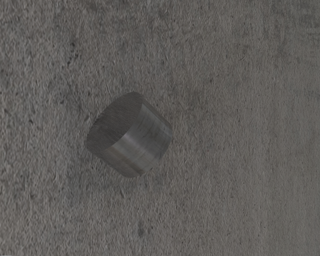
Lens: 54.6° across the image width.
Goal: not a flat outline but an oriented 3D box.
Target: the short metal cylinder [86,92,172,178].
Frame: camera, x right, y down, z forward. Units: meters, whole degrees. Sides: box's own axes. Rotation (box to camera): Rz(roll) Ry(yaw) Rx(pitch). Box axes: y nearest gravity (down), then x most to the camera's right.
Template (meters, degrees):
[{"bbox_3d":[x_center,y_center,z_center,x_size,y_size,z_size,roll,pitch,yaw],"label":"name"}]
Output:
[{"bbox_3d":[-0.034,0.007,0.340,0.050,0.080,0.080,44,64,-31],"label":"short metal cylinder"}]
